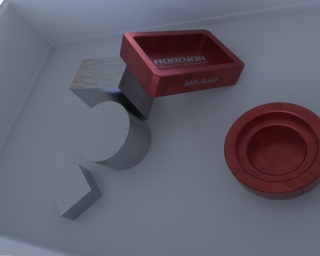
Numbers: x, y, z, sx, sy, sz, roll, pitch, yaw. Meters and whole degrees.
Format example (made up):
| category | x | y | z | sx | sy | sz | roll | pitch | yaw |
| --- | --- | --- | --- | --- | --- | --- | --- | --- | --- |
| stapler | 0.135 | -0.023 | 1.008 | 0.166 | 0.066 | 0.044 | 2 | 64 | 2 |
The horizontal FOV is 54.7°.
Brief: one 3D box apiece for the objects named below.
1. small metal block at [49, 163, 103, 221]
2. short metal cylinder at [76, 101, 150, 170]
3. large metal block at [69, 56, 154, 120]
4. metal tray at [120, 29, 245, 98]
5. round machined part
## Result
| category | x | y | z | sx | sy | sz | roll | pitch | yaw |
| --- | --- | --- | --- | --- | --- | --- | --- | --- | --- |
| small metal block | -0.112 | 0.085 | 0.411 | 0.050 | 0.025 | 0.050 | -41 | 51 | 0 |
| short metal cylinder | -0.061 | 0.011 | 0.406 | 0.080 | 0.050 | 0.080 | -10 | 66 | 24 |
| large metal block | -0.063 | -0.053 | 0.435 | 0.080 | 0.080 | 0.050 | 2 | 63 | 29 |
| metal tray | 0.028 | -0.085 | 0.385 | 0.131 | 0.030 | 0.090 | -12 | 50 | -29 |
| round machined part | 0.119 | 0.026 | 0.316 | 0.098 | 0.042 | 0.098 | -13 | 56 | 20 |
